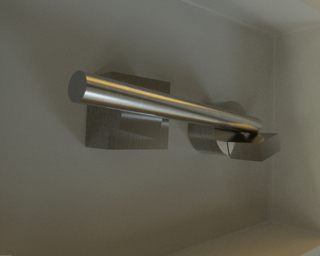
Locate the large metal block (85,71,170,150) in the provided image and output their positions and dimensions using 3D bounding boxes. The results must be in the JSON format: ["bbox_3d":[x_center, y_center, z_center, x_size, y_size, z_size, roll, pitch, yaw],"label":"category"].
[{"bbox_3d":[-0.036,-0.016,0.358,0.081,0.050,0.080,3,88,-40],"label":"large metal block"}]

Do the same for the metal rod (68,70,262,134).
[{"bbox_3d":[0.038,-0.017,0.347,0.302,0.025,0.025,8,85,-48],"label":"metal rod"}]

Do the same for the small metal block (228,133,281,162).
[{"bbox_3d":[0.133,0.026,0.436,0.050,0.050,0.025,-19,102,-39],"label":"small metal block"}]

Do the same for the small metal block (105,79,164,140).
[{"bbox_3d":[-0.024,-0.017,0.321,0.050,0.025,0.050,17,79,-39],"label":"small metal block"}]

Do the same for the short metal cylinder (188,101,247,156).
[{"bbox_3d":[0.089,0.000,0.465,0.081,0.050,0.079,0,90,-40],"label":"short metal cylinder"}]
